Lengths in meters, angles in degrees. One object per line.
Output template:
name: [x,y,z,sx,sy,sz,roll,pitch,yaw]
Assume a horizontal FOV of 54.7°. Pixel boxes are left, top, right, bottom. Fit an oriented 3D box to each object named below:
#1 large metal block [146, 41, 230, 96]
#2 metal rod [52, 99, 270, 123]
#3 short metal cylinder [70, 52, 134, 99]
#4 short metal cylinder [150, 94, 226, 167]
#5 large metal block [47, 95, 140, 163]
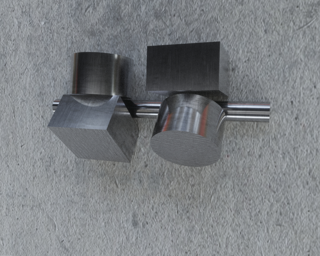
large metal block: [0.037,-0.065,0.367,0.080,0.080,0.050,2,91,20]
metal rod: [-0.012,-0.025,0.416,0.301,0.025,0.025,3,91,19]
short metal cylinder: [-0.076,-0.066,0.407,0.080,0.080,0.050,4,92,20]
short metal cylinder: [0.033,0.005,0.363,0.080,0.080,0.050,2,56,20]
large metal block: [-0.082,0.002,0.403,0.080,0.080,0.050,3,57,19]
